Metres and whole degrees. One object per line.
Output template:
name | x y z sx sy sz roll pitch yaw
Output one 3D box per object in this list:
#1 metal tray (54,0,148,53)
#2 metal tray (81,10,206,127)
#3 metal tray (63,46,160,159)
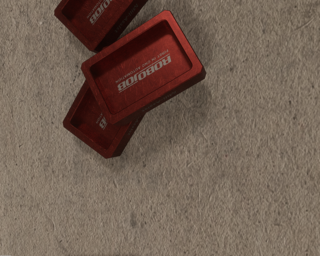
metal tray | -0.076 -0.180 0.431 0.090 0.030 0.130 46 104 14
metal tray | -0.022 -0.070 0.380 0.130 0.030 0.090 -30 77 10
metal tray | -0.067 -0.034 0.428 0.090 0.030 0.129 34 101 16
